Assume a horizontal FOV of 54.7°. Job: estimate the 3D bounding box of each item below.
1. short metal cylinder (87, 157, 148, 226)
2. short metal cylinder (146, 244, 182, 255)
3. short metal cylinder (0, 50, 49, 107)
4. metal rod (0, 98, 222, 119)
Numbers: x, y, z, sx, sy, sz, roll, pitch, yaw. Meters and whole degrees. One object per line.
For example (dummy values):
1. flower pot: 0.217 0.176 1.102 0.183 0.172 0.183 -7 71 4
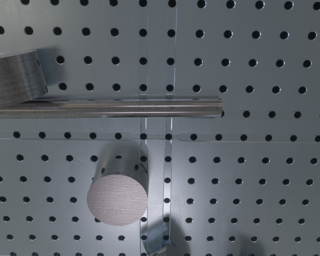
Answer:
1. short metal cylinder: -0.056 0.088 0.432 0.081 0.050 0.079 0 110 0
2. short metal cylinder: 0.010 0.225 0.467 0.050 0.080 0.080 -31 107 11
3. short metal cylinder: -0.178 -0.059 0.361 0.080 0.080 0.050 -8 110 3
4. metal rod: -0.072 -0.025 0.403 0.302 0.025 0.025 0 110 0
